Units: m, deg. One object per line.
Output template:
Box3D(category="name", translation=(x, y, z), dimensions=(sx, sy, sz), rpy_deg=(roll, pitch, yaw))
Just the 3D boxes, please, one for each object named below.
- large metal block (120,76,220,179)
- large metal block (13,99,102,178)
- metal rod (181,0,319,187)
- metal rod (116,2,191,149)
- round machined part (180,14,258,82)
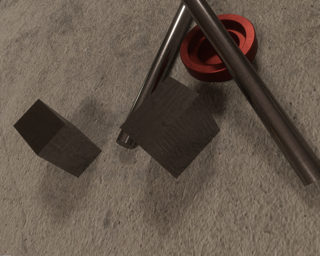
Box3D(category="large metal block", translation=(0.015, 0.001, 0.359), dimensions=(0.080, 0.080, 0.050), rpy_deg=(-47, 52, -5))
Box3D(category="large metal block", translation=(-0.141, 0.015, 0.432), dimensions=(0.080, 0.080, 0.050), rpy_deg=(35, 81, 38))
Box3D(category="metal rod", translation=(0.087, -0.073, 0.351), dimensions=(0.025, 0.025, 0.299), rpy_deg=(-30, 68, 8))
Box3D(category="metal rod", translation=(0.007, -0.107, 0.464), dimensions=(0.025, 0.025, 0.300), rpy_deg=(10, 66, 32))
Box3D(category="round machined part", translation=(0.080, -0.100, 0.412), dimensions=(0.098, 0.042, 0.098), rpy_deg=(-13, 56, 20))
